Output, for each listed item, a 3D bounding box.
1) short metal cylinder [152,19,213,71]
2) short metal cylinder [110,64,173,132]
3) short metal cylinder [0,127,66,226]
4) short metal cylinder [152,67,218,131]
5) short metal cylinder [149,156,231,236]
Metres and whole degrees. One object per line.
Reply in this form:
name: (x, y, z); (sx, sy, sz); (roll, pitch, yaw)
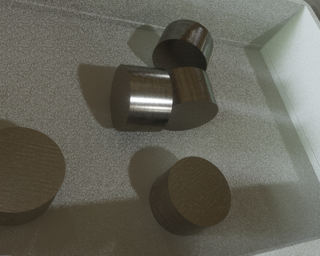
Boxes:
short metal cylinder: (0.034, -0.112, 0.459); (0.080, 0.080, 0.050); (29, 52, -10)
short metal cylinder: (-0.025, -0.035, 0.378); (0.050, 0.080, 0.080); (1, 61, -25)
short metal cylinder: (-0.135, 0.046, 0.290); (0.081, 0.050, 0.080); (14, 56, -21)
short metal cylinder: (0.032, -0.036, 0.411); (0.081, 0.080, 0.050); (3, 61, -27)
short metal cylinder: (0.035, 0.080, 0.361); (0.081, 0.050, 0.080); (14, 56, -21)
